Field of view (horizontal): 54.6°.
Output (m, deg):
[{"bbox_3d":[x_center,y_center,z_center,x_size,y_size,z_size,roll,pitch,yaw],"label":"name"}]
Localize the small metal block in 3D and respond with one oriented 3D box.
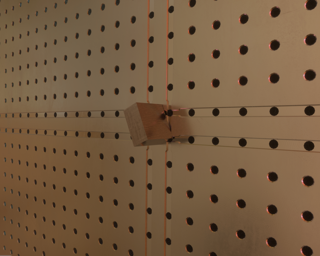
[{"bbox_3d":[-0.015,-0.004,0.406,0.025,0.050,0.050,-28,73,36],"label":"small metal block"}]
